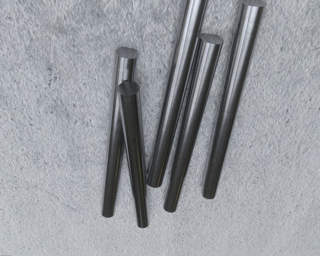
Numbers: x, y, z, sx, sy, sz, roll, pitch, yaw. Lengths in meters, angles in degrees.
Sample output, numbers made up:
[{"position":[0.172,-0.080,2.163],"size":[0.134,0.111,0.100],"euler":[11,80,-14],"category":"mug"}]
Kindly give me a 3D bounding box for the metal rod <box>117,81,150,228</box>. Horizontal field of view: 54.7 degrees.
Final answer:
[{"position":[-0.032,0.061,0.442],"size":[0.025,0.025,0.298],"euler":[-1,135,0],"category":"metal rod"}]

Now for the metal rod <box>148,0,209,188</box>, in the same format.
[{"position":[0.015,-0.030,0.381],"size":[0.025,0.025,0.298],"euler":[7,130,-6],"category":"metal rod"}]

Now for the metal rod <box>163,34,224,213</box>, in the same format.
[{"position":[0.036,0.019,0.422],"size":[0.025,0.025,0.298],"euler":[5,130,-5],"category":"metal rod"}]

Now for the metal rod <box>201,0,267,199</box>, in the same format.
[{"position":[0.085,-0.009,0.399],"size":[0.025,0.025,0.298],"euler":[2,130,-2],"category":"metal rod"}]

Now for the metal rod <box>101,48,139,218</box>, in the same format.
[{"position":[-0.062,0.030,0.431],"size":[0.025,0.025,0.298],"euler":[8,130,-7],"category":"metal rod"}]
